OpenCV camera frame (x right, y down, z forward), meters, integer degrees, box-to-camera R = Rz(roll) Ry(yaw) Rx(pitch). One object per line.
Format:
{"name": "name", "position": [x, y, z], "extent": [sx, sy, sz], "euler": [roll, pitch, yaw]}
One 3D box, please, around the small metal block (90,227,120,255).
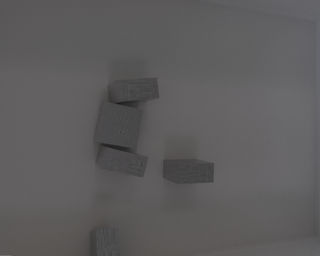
{"name": "small metal block", "position": [-0.065, 0.146, 0.366], "extent": [0.025, 0.050, 0.050], "euler": [0, 71, -20]}

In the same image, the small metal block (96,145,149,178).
{"name": "small metal block", "position": [-0.048, 0.040, 0.380], "extent": [0.050, 0.050, 0.025], "euler": [15, 85, -20]}

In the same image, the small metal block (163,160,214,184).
{"name": "small metal block", "position": [0.037, 0.057, 0.411], "extent": [0.050, 0.050, 0.025], "euler": [1, 90, -20]}

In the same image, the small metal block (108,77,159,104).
{"name": "small metal block", "position": [-0.034, -0.045, 0.384], "extent": [0.050, 0.050, 0.025], "euler": [-7, 93, -20]}

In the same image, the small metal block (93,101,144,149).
{"name": "small metal block", "position": [-0.053, -0.003, 0.391], "extent": [0.050, 0.025, 0.050], "euler": [12, 86, -20]}
